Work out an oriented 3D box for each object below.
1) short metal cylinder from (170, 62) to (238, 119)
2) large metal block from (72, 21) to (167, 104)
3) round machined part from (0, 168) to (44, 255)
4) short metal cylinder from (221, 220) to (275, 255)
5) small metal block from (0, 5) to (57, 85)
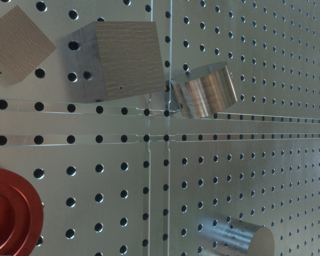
[{"bbox_3d":[0.060,-0.053,0.424,0.081,0.080,0.050,-34,111,-35],"label":"short metal cylinder"},{"bbox_3d":[-0.045,-0.075,0.355,0.081,0.050,0.079,-16,100,-39],"label":"large metal block"},{"bbox_3d":[-0.157,0.081,0.267,0.099,0.042,0.097,0,90,-40],"label":"round machined part"},{"bbox_3d":[0.147,0.200,0.517,0.081,0.050,0.079,0,90,-40],"label":"short metal cylinder"},{"bbox_3d":[-0.137,-0.078,0.294,0.050,0.025,0.050,50,61,-29],"label":"small metal block"}]
